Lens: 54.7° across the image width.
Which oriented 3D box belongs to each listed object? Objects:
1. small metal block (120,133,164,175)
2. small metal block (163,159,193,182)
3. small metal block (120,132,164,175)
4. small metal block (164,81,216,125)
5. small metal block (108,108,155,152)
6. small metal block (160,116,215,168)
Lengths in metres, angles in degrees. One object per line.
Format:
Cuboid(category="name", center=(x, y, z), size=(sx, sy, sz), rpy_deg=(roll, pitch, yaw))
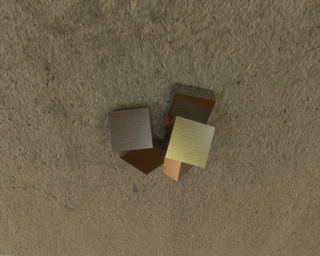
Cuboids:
Cuboid(category="small metal block", center=(-0.020, 0.033, 0.437), size=(0.050, 0.025, 0.050), rpy_deg=(-37, 121, 27))
Cuboid(category="small metal block", center=(0.031, 0.036, 0.421), size=(0.025, 0.050, 0.050), rpy_deg=(30, 135, 25))
Cuboid(category="small metal block", center=(-0.019, 0.033, 0.437), size=(0.050, 0.025, 0.050), rpy_deg=(-37, 122, 27))
Cuboid(category="small metal block", center=(0.036, -0.026, 0.388), size=(0.050, 0.025, 0.050), rpy_deg=(11, 129, -10))
Cuboid(category="small metal block", center=(-0.035, 0.002, 0.393), size=(0.050, 0.025, 0.050), rpy_deg=(-6, 92, 4))
Cuboid(category="small metal block", center=(0.033, 0.017, 0.373), size=(0.050, 0.025, 0.050), rpy_deg=(17, 85, -14))
